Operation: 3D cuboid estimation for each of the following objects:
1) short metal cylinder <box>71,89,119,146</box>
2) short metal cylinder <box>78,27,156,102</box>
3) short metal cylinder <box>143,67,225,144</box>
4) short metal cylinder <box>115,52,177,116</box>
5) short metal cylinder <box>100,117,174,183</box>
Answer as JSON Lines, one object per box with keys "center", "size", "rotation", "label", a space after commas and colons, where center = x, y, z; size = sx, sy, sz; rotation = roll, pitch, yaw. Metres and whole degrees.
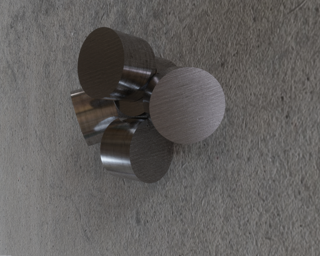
{"center": [-0.087, -0.020, 0.433], "size": [0.080, 0.050, 0.080], "rotation": [163, 89, -81], "label": "short metal cylinder"}
{"center": [-0.052, -0.072, 0.365], "size": [0.080, 0.050, 0.079], "rotation": [0, 90, 39], "label": "short metal cylinder"}
{"center": [0.024, -0.027, 0.341], "size": [0.050, 0.081, 0.079], "rotation": [-132, 53, -74], "label": "short metal cylinder"}
{"center": [-0.017, -0.054, 0.402], "size": [0.080, 0.050, 0.079], "rotation": [0, 90, 39], "label": "short metal cylinder"}
{"center": [-0.027, 0.026, 0.390], "size": [0.050, 0.081, 0.079], "rotation": [2, 92, 40], "label": "short metal cylinder"}
